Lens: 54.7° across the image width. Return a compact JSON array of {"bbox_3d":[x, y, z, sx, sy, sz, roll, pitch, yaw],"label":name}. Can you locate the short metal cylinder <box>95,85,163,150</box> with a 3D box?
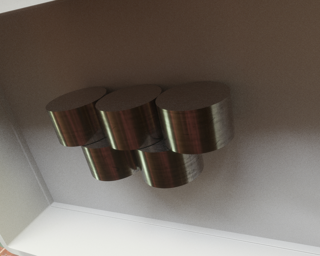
[{"bbox_3d":[-0.032,-0.015,0.379,0.080,0.080,0.050,1,119,28],"label":"short metal cylinder"}]

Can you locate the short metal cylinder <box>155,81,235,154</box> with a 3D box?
[{"bbox_3d":[0.039,-0.014,0.342,0.080,0.080,0.050,2,119,27],"label":"short metal cylinder"}]

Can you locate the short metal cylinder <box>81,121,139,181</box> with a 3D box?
[{"bbox_3d":[-0.062,0.028,0.421,0.080,0.080,0.050,1,119,28],"label":"short metal cylinder"}]

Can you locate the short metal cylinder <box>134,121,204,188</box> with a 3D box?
[{"bbox_3d":[0.011,0.030,0.384,0.080,0.080,0.050,1,119,28],"label":"short metal cylinder"}]

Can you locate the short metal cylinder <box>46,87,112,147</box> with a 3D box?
[{"bbox_3d":[-0.104,-0.017,0.415,0.080,0.080,0.050,1,119,28],"label":"short metal cylinder"}]
